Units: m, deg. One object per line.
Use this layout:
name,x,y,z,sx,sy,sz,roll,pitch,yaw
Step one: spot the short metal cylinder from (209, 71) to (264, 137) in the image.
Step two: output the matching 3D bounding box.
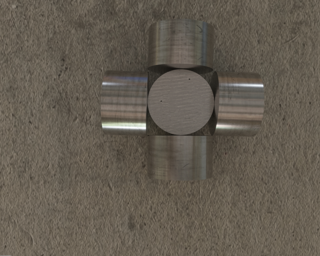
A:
short metal cylinder,0.091,-0.030,0.385,0.050,0.080,0.079,2,90,0

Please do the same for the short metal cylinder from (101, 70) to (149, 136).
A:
short metal cylinder,-0.040,-0.030,0.383,0.050,0.080,0.079,2,90,0

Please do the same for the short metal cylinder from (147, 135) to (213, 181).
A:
short metal cylinder,0.025,0.034,0.384,0.081,0.080,0.050,0,90,-1

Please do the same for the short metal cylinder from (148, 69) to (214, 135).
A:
short metal cylinder,0.025,-0.031,0.399,0.081,0.050,0.079,0,90,-1

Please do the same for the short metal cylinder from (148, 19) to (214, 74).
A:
short metal cylinder,0.026,-0.097,0.383,0.081,0.080,0.050,2,91,-1
